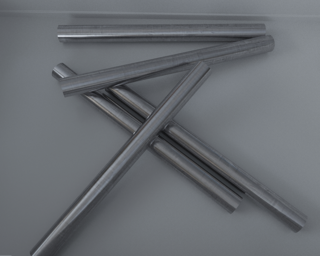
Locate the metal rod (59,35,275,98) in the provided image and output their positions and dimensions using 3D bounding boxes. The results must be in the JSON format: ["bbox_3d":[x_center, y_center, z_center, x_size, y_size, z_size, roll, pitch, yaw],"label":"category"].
[{"bbox_3d":[0.019,-0.088,0.425,0.302,0.025,0.025,-15,71,-12],"label":"metal rod"}]

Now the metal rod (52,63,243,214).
[{"bbox_3d":[-0.025,0.007,0.406,0.300,0.025,0.025,37,74,12],"label":"metal rod"}]

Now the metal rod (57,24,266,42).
[{"bbox_3d":[0.003,-0.141,0.460,0.302,0.025,0.025,-1,70,-1],"label":"metal rod"}]

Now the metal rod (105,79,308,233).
[{"bbox_3d":[0.050,0.027,0.400,0.300,0.025,0.025,37,74,12],"label":"metal rod"}]

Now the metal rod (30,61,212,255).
[{"bbox_3d":[-0.041,0.035,0.374,0.025,0.025,0.300,39,82,12],"label":"metal rod"}]
